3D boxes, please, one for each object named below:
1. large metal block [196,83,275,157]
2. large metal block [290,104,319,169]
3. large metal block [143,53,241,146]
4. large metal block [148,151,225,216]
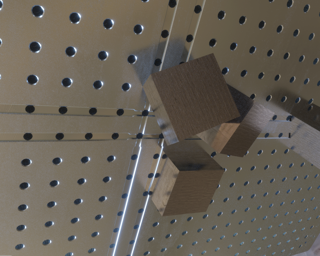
[{"bbox_3d":[0.105,-0.008,0.436,0.080,0.050,0.080,14,112,-53],"label":"large metal block"},{"bbox_3d":[0.278,0.016,0.541,0.050,0.080,0.080,-25,128,-13],"label":"large metal block"},{"bbox_3d":[0.036,-0.033,0.370,0.081,0.050,0.080,-22,87,-16],"label":"large metal block"},{"bbox_3d":[0.039,0.083,0.469,0.081,0.050,0.079,4,117,-31],"label":"large metal block"}]
